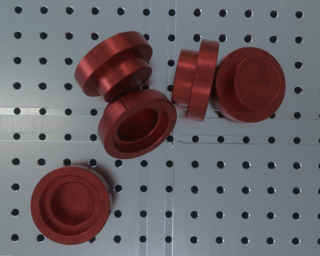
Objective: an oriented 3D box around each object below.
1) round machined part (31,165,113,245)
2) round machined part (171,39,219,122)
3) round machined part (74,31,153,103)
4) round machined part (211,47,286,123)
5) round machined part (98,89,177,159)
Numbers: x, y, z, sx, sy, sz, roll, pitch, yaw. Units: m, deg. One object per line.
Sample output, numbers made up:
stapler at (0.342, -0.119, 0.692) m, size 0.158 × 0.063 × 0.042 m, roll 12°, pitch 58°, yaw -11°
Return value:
round machined part at (-0.111, 0.096, 0.404) m, size 0.099 × 0.042 × 0.097 m, roll 0°, pitch 90°, yaw 0°
round machined part at (0.041, -0.059, 0.377) m, size 0.042 × 0.098 × 0.098 m, roll 11°, pitch 90°, yaw 5°
round machined part at (-0.049, -0.067, 0.374) m, size 0.098 × 0.098 × 0.042 m, roll -35°, pitch 81°, yaw 0°
round machined part at (0.118, -0.055, 0.397) m, size 0.099 × 0.042 × 0.097 m, roll 0°, pitch 90°, yaw -11°
round machined part at (-0.031, -0.010, 0.386) m, size 0.098 × 0.098 × 0.042 m, roll -36°, pitch 55°, yaw 0°
